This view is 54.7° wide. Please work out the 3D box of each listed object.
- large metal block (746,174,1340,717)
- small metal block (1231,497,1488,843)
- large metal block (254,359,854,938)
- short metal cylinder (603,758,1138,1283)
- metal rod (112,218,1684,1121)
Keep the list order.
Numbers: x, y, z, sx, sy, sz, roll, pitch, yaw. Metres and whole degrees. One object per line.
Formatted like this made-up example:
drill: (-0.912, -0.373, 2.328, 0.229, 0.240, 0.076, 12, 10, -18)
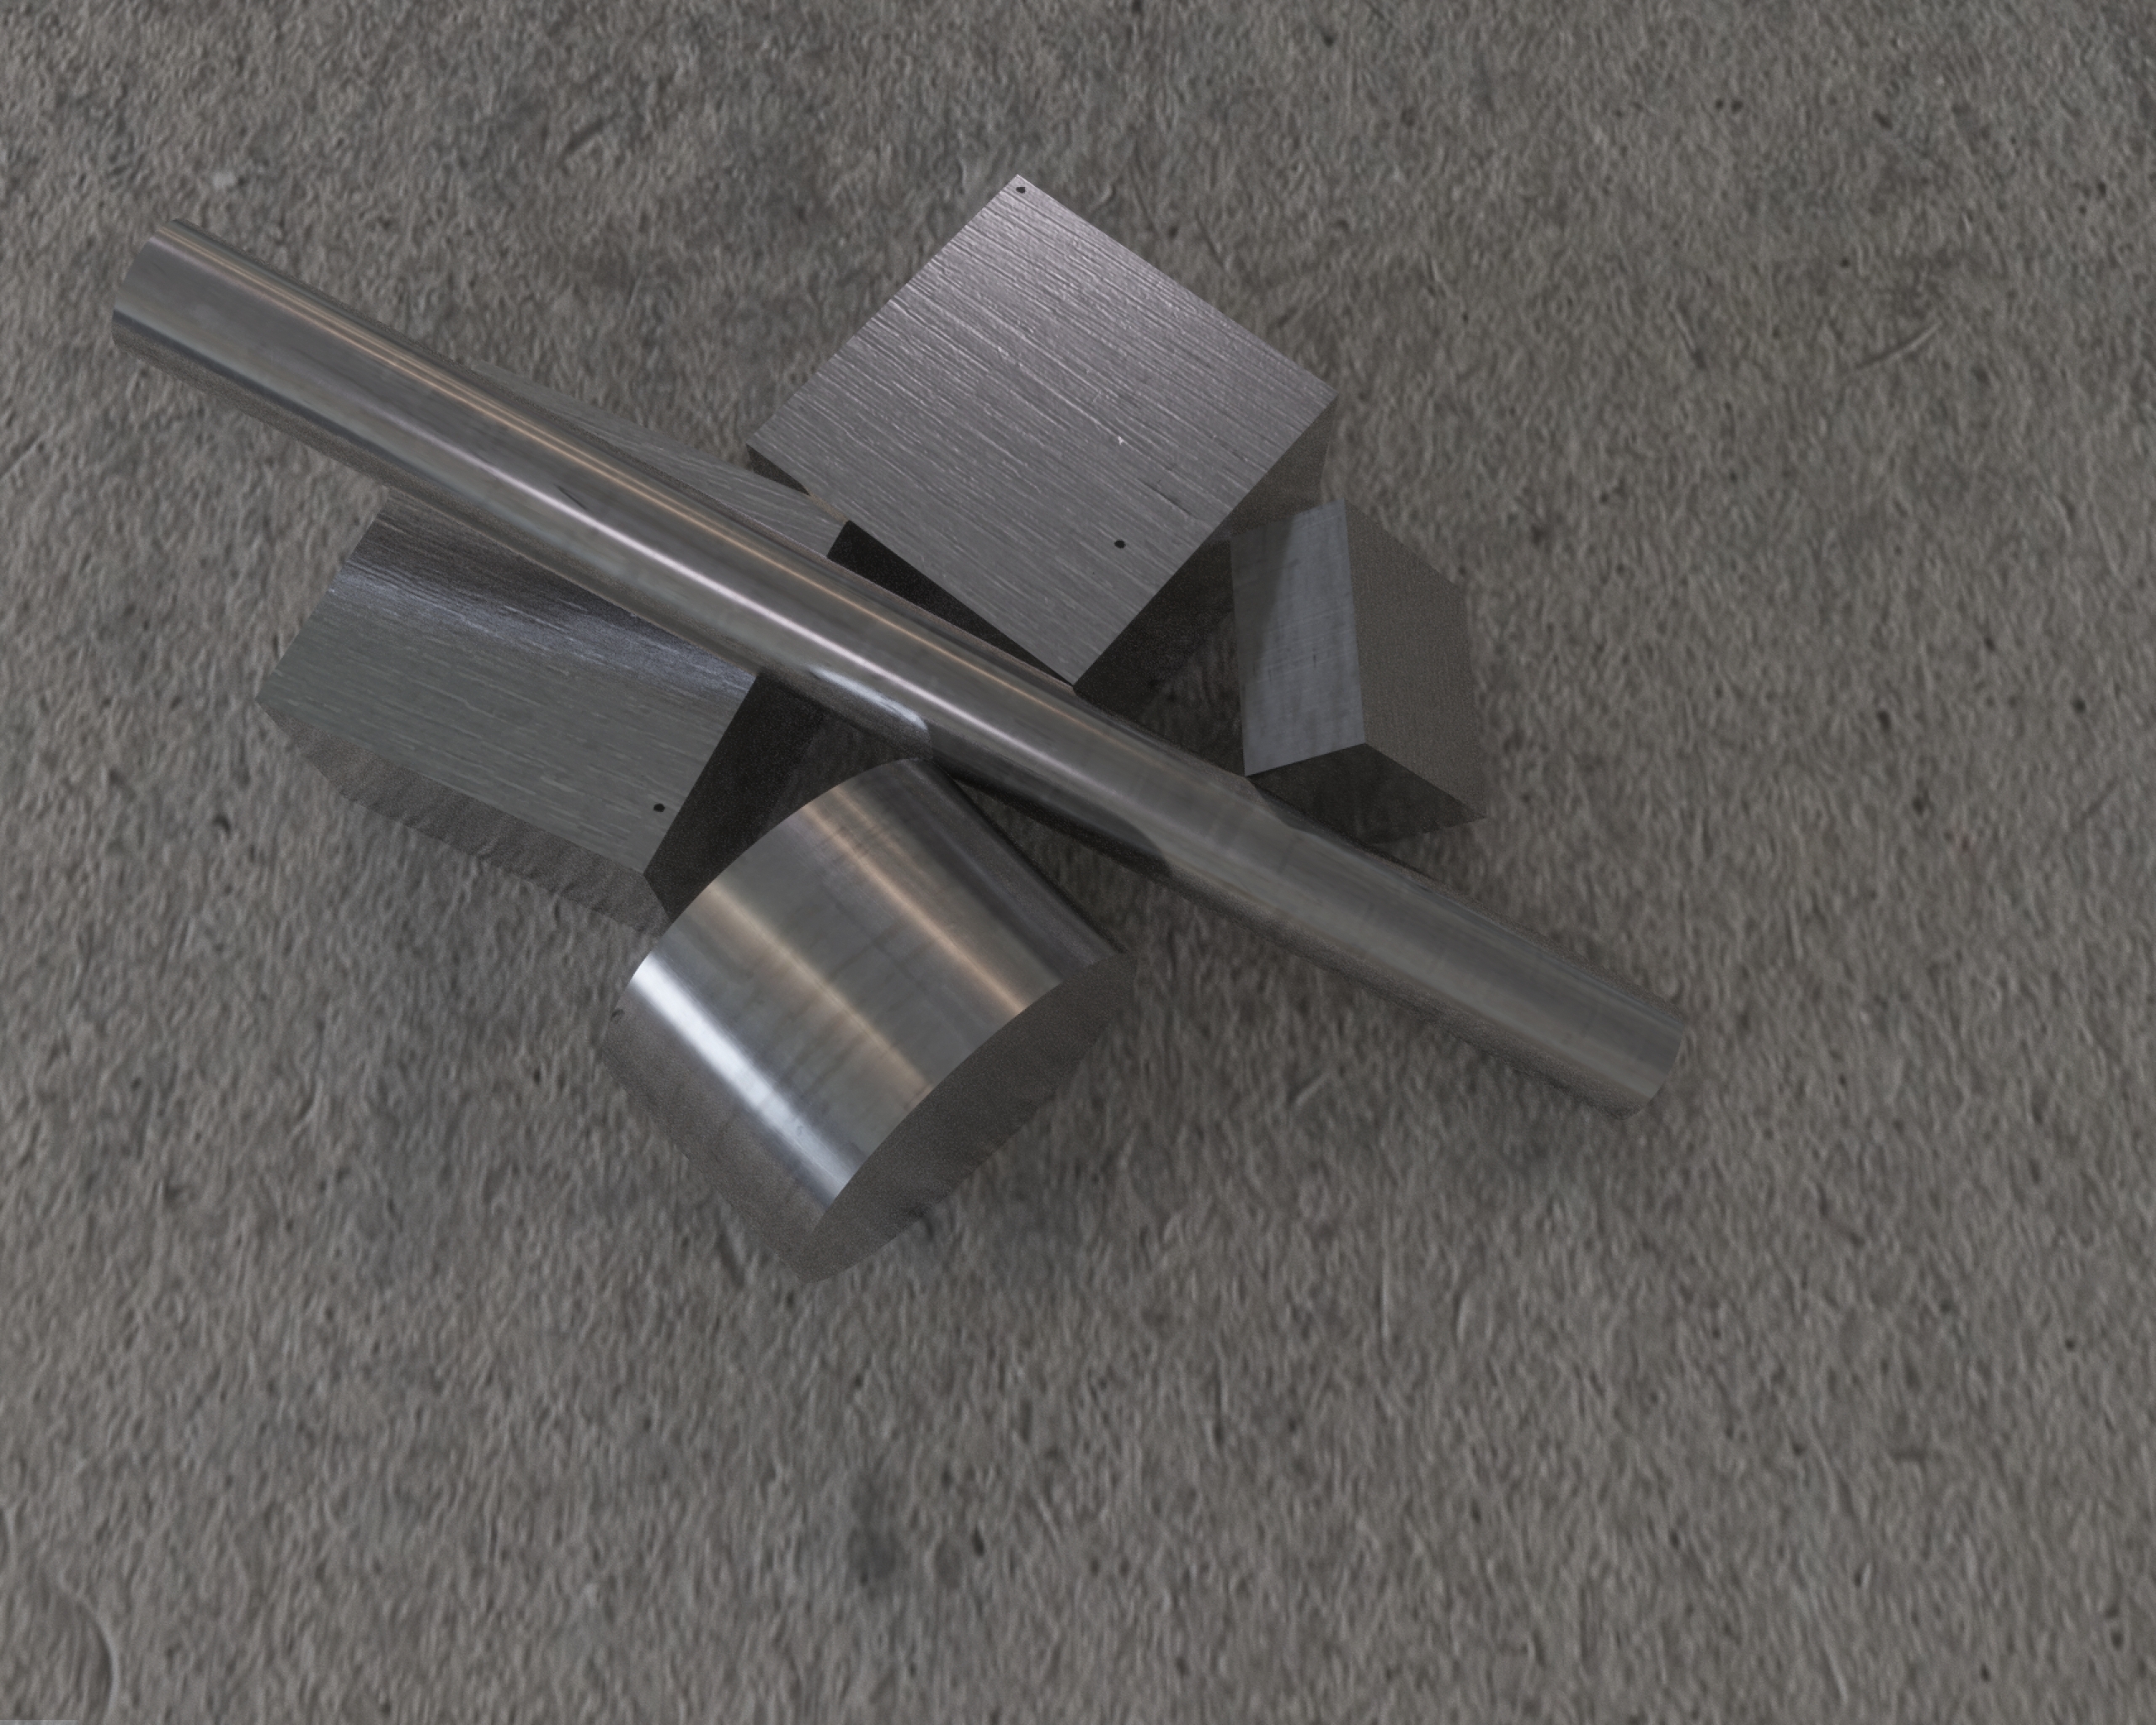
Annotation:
large metal block: (-0.006, -0.077, 0.421, 0.080, 0.050, 0.080, 38, 74, 12)
small metal block: (0.055, -0.036, 0.407, 0.025, 0.050, 0.050, -15, 66, 33)
large metal block: (-0.096, -0.039, 0.410, 0.080, 0.050, 0.080, 24, 72, 8)
short metal cylinder: (-0.036, 0.028, 0.369, 0.080, 0.080, 0.050, -42, 76, -14)
metal rod: (-0.025, -0.030, 0.377, 0.301, 0.025, 0.025, 27, 72, -8)
